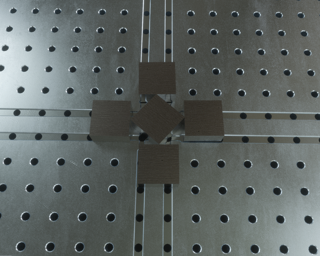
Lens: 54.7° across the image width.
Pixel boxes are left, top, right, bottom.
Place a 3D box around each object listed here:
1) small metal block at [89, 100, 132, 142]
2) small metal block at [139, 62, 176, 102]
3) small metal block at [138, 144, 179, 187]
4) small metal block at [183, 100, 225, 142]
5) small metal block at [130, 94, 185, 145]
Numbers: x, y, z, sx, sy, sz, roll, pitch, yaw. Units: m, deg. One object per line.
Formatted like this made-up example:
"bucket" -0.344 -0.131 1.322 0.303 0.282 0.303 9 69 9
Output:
"small metal block" -0.064 -0.009 0.414 0.050 0.025 0.050 1 70 0
"small metal block" -0.004 -0.065 0.435 0.050 0.025 0.050 0 70 -1
"small metal block" -0.002 0.048 0.394 0.050 0.025 0.050 0 70 0
"small metal block" 0.057 -0.009 0.416 0.050 0.025 0.050 0 70 -1
"small metal block" -0.003 -0.008 0.414 0.050 0.025 0.050 40 75 13
